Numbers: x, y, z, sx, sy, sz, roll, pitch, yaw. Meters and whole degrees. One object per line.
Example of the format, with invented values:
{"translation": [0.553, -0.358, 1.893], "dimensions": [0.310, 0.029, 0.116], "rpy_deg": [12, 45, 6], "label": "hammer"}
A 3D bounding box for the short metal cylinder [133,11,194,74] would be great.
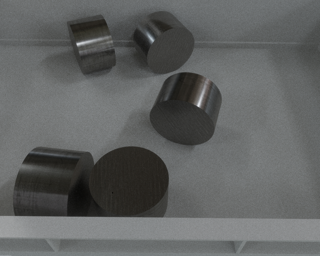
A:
{"translation": [0.006, -0.132, 0.480], "dimensions": [0.081, 0.080, 0.050], "rpy_deg": [-21, 54, -17], "label": "short metal cylinder"}

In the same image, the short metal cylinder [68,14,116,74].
{"translation": [-0.105, -0.128, 0.476], "dimensions": [0.050, 0.080, 0.080], "rpy_deg": [-18, 53, -15], "label": "short metal cylinder"}

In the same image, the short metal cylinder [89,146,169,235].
{"translation": [-0.031, 0.067, 0.333], "dimensions": [0.081, 0.050, 0.080], "rpy_deg": [0, 50, 0], "label": "short metal cylinder"}

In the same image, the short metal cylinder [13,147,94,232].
{"translation": [-0.104, 0.061, 0.317], "dimensions": [0.050, 0.080, 0.080], "rpy_deg": [6, 50, 4], "label": "short metal cylinder"}

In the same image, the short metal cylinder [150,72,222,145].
{"translation": [0.033, -0.023, 0.389], "dimensions": [0.080, 0.080, 0.050], "rpy_deg": [13, 51, 10], "label": "short metal cylinder"}
